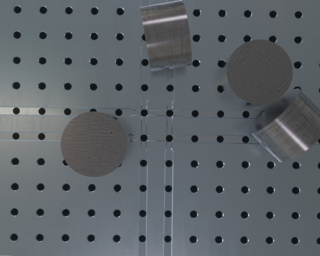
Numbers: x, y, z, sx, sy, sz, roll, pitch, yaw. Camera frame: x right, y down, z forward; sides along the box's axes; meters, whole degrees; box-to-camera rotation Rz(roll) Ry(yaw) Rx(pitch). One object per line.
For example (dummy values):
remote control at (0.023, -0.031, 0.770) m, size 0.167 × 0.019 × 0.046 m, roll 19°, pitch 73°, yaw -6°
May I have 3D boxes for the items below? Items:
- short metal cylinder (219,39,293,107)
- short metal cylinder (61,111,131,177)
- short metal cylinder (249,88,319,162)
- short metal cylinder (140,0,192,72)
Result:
short metal cylinder at (0.122, -0.068, 0.402) m, size 0.081 × 0.050 × 0.079 m, roll 0°, pitch 90°, yaw 0°
short metal cylinder at (-0.080, 0.020, 0.400) m, size 0.081 × 0.050 × 0.079 m, roll 0°, pitch 90°, yaw 0°
short metal cylinder at (0.159, -0.003, 0.387) m, size 0.080 × 0.080 × 0.050 m, roll -45°, pitch 90°, yaw 0°
short metal cylinder at (0.007, -0.113, 0.386) m, size 0.050 × 0.080 × 0.080 m, roll -10°, pitch 90°, yaw 0°
